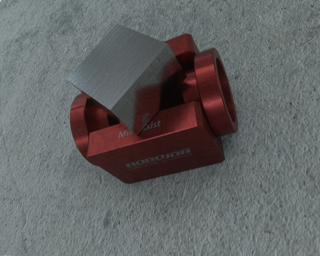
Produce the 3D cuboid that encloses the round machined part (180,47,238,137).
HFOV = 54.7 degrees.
[{"bbox_3d":[0.055,-0.037,0.352,0.042,0.098,0.098,-15,56,20],"label":"round machined part"}]

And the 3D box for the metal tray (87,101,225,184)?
[{"bbox_3d":[-0.003,0.022,0.348,0.130,0.090,0.030,-16,56,18],"label":"metal tray"}]

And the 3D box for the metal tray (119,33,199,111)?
[{"bbox_3d":[-0.005,-0.060,0.403,0.130,0.090,0.030,-17,55,18],"label":"metal tray"}]

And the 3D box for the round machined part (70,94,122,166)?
[{"bbox_3d":[-0.066,-0.003,0.393,0.042,0.098,0.098,-15,56,20],"label":"round machined part"}]

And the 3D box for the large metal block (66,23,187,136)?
[{"bbox_3d":[-0.034,-0.052,0.319,0.080,0.050,0.080,34,80,38],"label":"large metal block"}]
